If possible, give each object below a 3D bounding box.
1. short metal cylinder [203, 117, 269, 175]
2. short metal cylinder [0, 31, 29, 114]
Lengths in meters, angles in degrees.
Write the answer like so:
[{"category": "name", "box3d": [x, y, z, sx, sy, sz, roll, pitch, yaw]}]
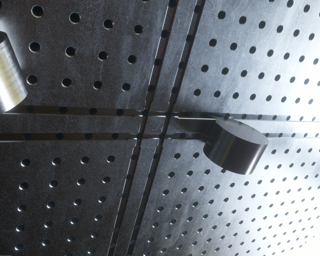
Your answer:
[{"category": "short metal cylinder", "box3d": [0.110, 0.025, 0.453, 0.081, 0.080, 0.050, 7, 115, -32]}, {"category": "short metal cylinder", "box3d": [-0.161, -0.044, 0.261, 0.081, 0.080, 0.050, -20, 126, -17]}]
